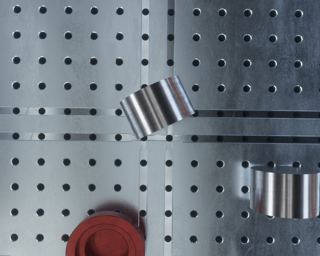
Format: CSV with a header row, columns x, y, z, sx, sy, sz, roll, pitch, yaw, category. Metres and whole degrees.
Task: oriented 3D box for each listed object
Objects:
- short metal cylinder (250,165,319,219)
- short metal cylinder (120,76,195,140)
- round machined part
x,y,z,sx,sy,sz,roll,pitch,yaw,category
0.155,0.077,0.387,0.081,0.080,0.050,1,90,0,short metal cylinder
-0.003,-0.025,0.386,0.080,0.080,0.050,-25,90,0,short metal cylinder
-0.068,0.156,0.404,0.099,0.042,0.097,0,90,0,round machined part
